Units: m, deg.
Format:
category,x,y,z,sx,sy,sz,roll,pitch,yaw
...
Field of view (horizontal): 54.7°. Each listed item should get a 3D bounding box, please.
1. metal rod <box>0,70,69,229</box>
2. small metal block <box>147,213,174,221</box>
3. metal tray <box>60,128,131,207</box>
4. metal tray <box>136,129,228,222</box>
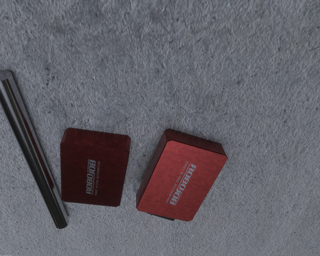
category,x,y,z,sx,sy,sz,roll,pitch,yaw
metal rod,-0.178,0.054,0.450,0.025,0.025,0.298,-2,130,1
small metal block,0.012,0.125,0.514,0.050,0.025,0.050,22,127,-18
metal tray,-0.096,0.063,0.456,0.091,0.030,0.129,8,130,-7
metal tray,0.028,0.072,0.449,0.091,0.030,0.129,17,116,-14
